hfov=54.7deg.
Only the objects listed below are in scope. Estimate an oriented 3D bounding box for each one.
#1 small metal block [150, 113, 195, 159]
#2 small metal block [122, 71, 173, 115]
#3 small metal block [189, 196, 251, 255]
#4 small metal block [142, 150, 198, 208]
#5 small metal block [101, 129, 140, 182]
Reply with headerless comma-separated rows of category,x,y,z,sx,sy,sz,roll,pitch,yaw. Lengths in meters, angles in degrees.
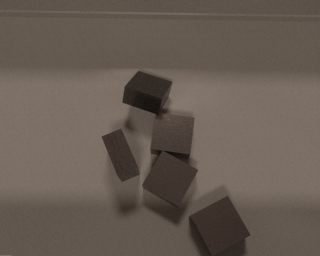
small metal block,0.016,0.010,0.406,0.050,0.025,0.050,8,70,2
small metal block,-0.016,-0.048,0.415,0.050,0.025,0.050,19,37,6
small metal block,0.070,0.116,0.368,0.050,0.025,0.050,-25,72,-9
small metal block,0.013,0.064,0.386,0.050,0.025,0.050,28,72,9
small metal block,-0.047,0.035,0.383,0.025,0.050,0.050,-23,72,-8
